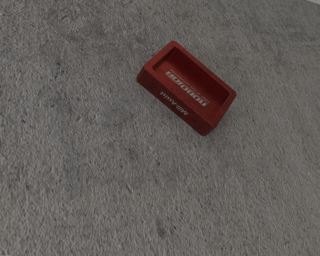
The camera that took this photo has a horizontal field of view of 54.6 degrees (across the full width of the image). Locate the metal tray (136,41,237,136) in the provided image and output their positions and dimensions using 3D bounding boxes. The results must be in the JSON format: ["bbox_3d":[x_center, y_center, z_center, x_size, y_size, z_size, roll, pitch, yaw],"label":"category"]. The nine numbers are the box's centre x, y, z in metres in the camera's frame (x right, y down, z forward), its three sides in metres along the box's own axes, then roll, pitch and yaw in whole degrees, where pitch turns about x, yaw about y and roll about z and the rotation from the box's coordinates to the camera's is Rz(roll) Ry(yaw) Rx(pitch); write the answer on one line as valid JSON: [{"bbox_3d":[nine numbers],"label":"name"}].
[{"bbox_3d":[0.042,-0.061,0.459,0.130,0.030,0.090,40,51,-1],"label":"metal tray"}]
